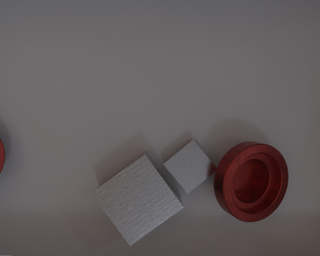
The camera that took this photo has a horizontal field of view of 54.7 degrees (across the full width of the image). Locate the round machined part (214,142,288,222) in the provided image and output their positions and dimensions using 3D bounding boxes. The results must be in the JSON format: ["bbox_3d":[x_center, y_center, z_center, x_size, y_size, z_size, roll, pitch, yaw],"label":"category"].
[{"bbox_3d":[0.110,0.065,0.393,0.099,0.042,0.097,-3,98,-22],"label":"round machined part"}]

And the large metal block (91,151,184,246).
[{"bbox_3d":[-0.027,0.087,0.399,0.080,0.050,0.080,-36,90,0],"label":"large metal block"}]

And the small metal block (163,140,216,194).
[{"bbox_3d":[0.039,0.050,0.412,0.050,0.025,0.050,-40,91,0],"label":"small metal block"}]

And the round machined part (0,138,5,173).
[{"bbox_3d":[-0.250,0.038,0.385,0.099,0.042,0.097,7,78,-33],"label":"round machined part"}]
